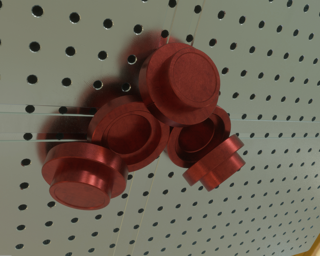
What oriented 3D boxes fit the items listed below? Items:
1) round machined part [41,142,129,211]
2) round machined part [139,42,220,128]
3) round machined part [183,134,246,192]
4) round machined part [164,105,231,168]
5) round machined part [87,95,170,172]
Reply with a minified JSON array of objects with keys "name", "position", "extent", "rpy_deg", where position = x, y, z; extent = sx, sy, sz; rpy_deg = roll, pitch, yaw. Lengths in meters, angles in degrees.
[{"name":"round machined part","position":[-0.088,0.062,0.361],"extent":[0.099,0.042,0.097],"rpy_deg":[3,140,3]},{"name":"round machined part","position":[0.029,-0.052,0.352],"extent":[0.099,0.042,0.098],"rpy_deg":[6,78,-28]},{"name":"round machined part","position":[0.084,0.055,0.447],"extent":[0.098,0.042,0.098],"rpy_deg":[-36,167,-9]},{"name":"round machined part","position":[0.045,0.004,0.429],"extent":[0.099,0.042,0.097],"rpy_deg":[-14,125,-21]},{"name":"round machined part","position":[-0.041,0.004,0.380],"extent":[0.099,0.042,0.097],"rpy_deg":[-14,125,-21]}]
